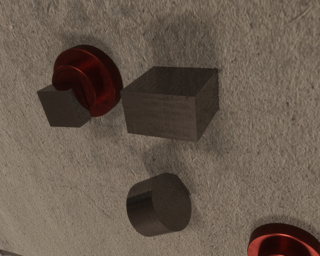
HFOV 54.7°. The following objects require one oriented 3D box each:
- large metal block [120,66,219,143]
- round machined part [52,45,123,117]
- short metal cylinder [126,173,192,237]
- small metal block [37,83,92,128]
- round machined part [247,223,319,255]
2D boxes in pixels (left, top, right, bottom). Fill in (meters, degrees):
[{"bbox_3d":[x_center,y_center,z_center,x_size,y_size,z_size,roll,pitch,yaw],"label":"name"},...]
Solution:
[{"bbox_3d":[0.015,-0.031,0.344,0.080,0.080,0.050,7,122,24],"label":"large metal block"},{"bbox_3d":[-0.103,-0.057,0.413,0.098,0.042,0.097,13,124,20],"label":"round machined part"},{"bbox_3d":[-0.001,0.109,0.437,0.050,0.080,0.080,-26,104,37],"label":"short metal cylinder"},{"bbox_3d":[-0.122,-0.029,0.397,0.050,0.025,0.050,2,119,27],"label":"small metal block"},{"bbox_3d":[0.168,0.180,0.418,0.098,0.042,0.097,13,124,20],"label":"round machined part"}]
